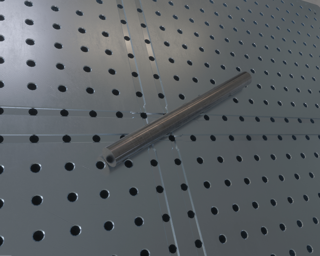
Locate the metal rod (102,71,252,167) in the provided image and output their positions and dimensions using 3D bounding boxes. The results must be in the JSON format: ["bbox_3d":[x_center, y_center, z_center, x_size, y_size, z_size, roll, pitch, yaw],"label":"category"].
[{"bbox_3d":[0.045,-0.026,0.447,0.302,0.025,0.025,-30,79,-38],"label":"metal rod"}]
